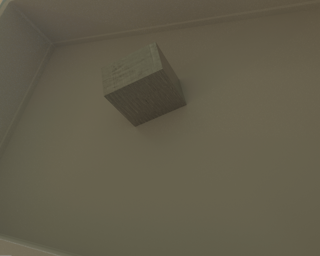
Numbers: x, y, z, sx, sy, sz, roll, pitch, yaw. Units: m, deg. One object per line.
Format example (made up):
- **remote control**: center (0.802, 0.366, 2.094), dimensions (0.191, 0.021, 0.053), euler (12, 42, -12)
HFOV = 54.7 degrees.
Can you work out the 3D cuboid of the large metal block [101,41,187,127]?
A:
- **large metal block**: center (-0.020, -0.055, 0.414), dimensions (0.080, 0.080, 0.050), euler (-23, 54, 14)
